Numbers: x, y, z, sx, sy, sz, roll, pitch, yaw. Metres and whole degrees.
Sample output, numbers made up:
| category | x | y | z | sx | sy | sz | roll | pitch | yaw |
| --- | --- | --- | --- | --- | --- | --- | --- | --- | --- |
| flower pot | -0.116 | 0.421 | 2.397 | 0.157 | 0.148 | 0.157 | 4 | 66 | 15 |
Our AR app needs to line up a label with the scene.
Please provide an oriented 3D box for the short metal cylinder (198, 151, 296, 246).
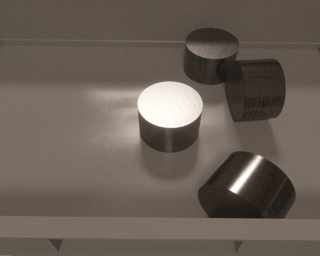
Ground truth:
| category | x | y | z | sx | sy | sz | roll | pitch | yaw |
| --- | --- | --- | --- | --- | --- | --- | --- | --- | --- |
| short metal cylinder | 0.086 | 0.070 | 0.312 | 0.080 | 0.080 | 0.050 | 32 | 57 | 24 |

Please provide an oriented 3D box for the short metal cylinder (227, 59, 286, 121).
| category | x | y | z | sx | sy | sz | roll | pitch | yaw |
| --- | --- | --- | --- | --- | --- | --- | --- | --- | --- |
| short metal cylinder | 0.125 | -0.051 | 0.414 | 0.050 | 0.080 | 0.080 | -4 | 50 | -3 |

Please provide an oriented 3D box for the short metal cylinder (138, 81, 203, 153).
| category | x | y | z | sx | sy | sz | roll | pitch | yaw |
| --- | --- | --- | --- | --- | --- | --- | --- | --- | --- |
| short metal cylinder | 0.013 | -0.015 | 0.402 | 0.081 | 0.050 | 0.080 | 0 | 50 | 0 |

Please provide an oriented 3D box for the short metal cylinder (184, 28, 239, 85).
| category | x | y | z | sx | sy | sz | roll | pitch | yaw |
| --- | --- | --- | --- | --- | --- | --- | --- | --- | --- |
| short metal cylinder | 0.079 | -0.113 | 0.485 | 0.081 | 0.050 | 0.080 | 0 | 50 | 0 |
